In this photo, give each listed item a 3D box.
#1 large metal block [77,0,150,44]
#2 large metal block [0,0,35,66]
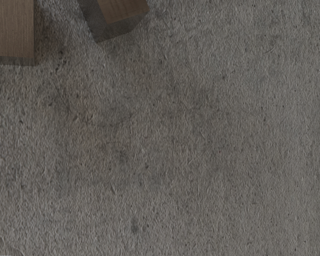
[{"bbox_3d":[-0.061,-0.153,0.357,0.050,0.080,0.080,-25,99,-18],"label":"large metal block"},{"bbox_3d":[-0.177,-0.112,0.330,0.081,0.050,0.080,0,90,-20],"label":"large metal block"}]
